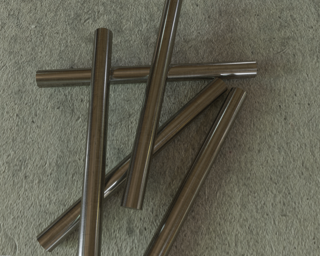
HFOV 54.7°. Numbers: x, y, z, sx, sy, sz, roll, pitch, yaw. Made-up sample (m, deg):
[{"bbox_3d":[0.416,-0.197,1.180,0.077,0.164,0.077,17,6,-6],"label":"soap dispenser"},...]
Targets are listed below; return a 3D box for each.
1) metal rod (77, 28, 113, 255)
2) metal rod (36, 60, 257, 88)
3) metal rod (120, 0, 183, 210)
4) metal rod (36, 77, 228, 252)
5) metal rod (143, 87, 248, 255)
[{"bbox_3d":[-0.077,0.010,0.376,0.025,0.025,0.299,0,70,0],"label":"metal rod"},{"bbox_3d":[-0.018,-0.076,0.435,0.302,0.025,0.025,-3,70,-1],"label":"metal rod"},{"bbox_3d":[-0.006,-0.048,0.397,0.025,0.025,0.299,10,70,3],"label":"metal rod"},{"bbox_3d":[-0.025,0.037,0.394,0.301,0.025,0.025,-42,75,-14],"label":"metal rod"},{"bbox_3d":[0.036,0.075,0.380,0.025,0.025,0.300,27,72,9],"label":"metal rod"}]
